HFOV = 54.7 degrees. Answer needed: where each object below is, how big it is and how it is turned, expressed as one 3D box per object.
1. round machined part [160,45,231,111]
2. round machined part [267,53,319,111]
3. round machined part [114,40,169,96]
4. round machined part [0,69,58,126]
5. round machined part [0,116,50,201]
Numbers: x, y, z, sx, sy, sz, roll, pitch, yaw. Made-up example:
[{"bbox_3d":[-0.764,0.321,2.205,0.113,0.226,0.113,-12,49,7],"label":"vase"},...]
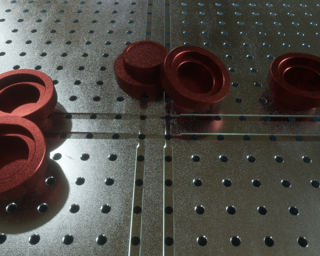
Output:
[{"bbox_3d":[0.047,-0.066,0.440,0.099,0.042,0.098,9,60,-15],"label":"round machined part"},{"bbox_3d":[0.206,-0.064,0.453,0.099,0.042,0.098,0,50,0],"label":"round machined part"},{"bbox_3d":[-0.022,-0.099,0.479,0.099,0.042,0.098,0,50,0],"label":"round machined part"},{"bbox_3d":[-0.190,-0.033,0.422,0.099,0.042,0.098,0,50,0],"label":"round machined part"},{"bbox_3d":[-0.177,0.038,0.357,0.099,0.042,0.098,1,58,-2],"label":"round machined part"}]
